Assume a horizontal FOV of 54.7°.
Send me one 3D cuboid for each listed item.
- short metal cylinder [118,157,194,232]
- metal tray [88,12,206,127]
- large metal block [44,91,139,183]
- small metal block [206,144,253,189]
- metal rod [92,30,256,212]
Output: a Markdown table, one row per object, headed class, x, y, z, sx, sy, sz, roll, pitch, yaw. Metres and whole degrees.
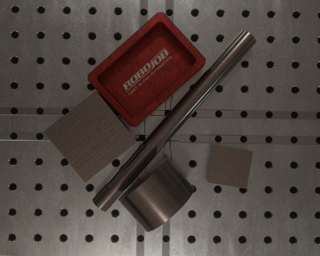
| class | x | y | z | sx | sy | sz | roll | pitch | yaw |
| --- | --- | --- | --- | --- | --- | --- | --- | --- | --- |
| short metal cylinder | -0.004 | 0.081 | 0.386 | 0.080 | 0.080 | 0.050 | -41 | 90 | 0 |
| metal tray | -0.017 | -0.075 | 0.410 | 0.130 | 0.030 | 0.090 | -42 | 91 | -1 |
| large metal block | -0.084 | 0.010 | 0.400 | 0.080 | 0.050 | 0.080 | -39 | 91 | 0 |
| small metal block | 0.092 | 0.051 | 0.415 | 0.050 | 0.025 | 0.050 | 10 | 90 | -1 |
| metal rod | 0.019 | -0.010 | 0.413 | 0.025 | 0.025 | 0.300 | 42 | 90 | -1 |
